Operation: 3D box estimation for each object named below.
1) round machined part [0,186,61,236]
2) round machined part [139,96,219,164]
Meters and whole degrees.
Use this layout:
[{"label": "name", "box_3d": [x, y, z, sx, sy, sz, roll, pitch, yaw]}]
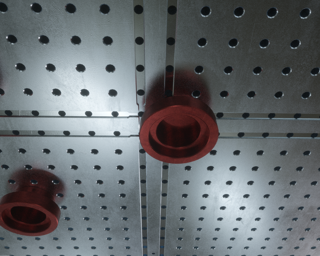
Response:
[{"label": "round machined part", "box_3d": [-0.214, 0.134, 0.512, 0.099, 0.042, 0.097, -1, 130, 0]}, {"label": "round machined part", "box_3d": [0.023, -0.002, 0.399, 0.099, 0.042, 0.097, -1, 130, 0]}]
